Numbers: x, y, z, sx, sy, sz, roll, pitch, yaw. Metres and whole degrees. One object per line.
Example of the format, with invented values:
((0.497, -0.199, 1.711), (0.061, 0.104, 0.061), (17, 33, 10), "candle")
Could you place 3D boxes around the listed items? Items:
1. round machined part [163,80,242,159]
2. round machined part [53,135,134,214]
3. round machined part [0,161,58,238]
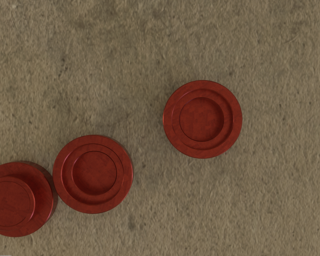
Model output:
((0.052, -0.011, 0.402), (0.099, 0.042, 0.097), (0, 90, -1), "round machined part")
((-0.083, 0.057, 0.400), (0.099, 0.042, 0.097), (0, 90, -1), "round machined part")
((-0.188, 0.093, 0.399), (0.099, 0.042, 0.097), (0, 90, -1), "round machined part")
